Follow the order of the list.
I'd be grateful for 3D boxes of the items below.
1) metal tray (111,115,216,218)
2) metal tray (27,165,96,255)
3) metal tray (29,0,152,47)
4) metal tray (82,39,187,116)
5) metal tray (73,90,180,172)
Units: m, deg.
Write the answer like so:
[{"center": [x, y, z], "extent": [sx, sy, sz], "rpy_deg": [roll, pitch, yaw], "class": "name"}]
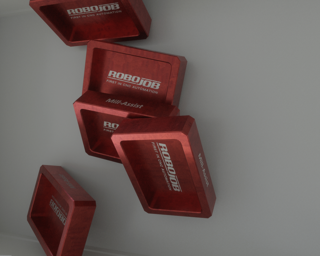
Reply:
[{"center": [0.008, 0.049, 0.363], "extent": [0.090, 0.030, 0.129], "rpy_deg": [-3, 124, 25], "class": "metal tray"}, {"center": [-0.139, 0.115, 0.423], "extent": [0.130, 0.030, 0.089], "rpy_deg": [24, 99, 49], "class": "metal tray"}, {"center": [-0.087, -0.151, 0.404], "extent": [0.130, 0.090, 0.030], "rpy_deg": [0, 67, 20], "class": "metal tray"}, {"center": [-0.037, -0.061, 0.410], "extent": [0.130, 0.030, 0.089], "rpy_deg": [16, 107, 18], "class": "metal tray"}, {"center": [-0.040, 0.006, 0.397], "extent": [0.130, 0.030, 0.089], "rpy_deg": [12, 130, 19], "class": "metal tray"}]
